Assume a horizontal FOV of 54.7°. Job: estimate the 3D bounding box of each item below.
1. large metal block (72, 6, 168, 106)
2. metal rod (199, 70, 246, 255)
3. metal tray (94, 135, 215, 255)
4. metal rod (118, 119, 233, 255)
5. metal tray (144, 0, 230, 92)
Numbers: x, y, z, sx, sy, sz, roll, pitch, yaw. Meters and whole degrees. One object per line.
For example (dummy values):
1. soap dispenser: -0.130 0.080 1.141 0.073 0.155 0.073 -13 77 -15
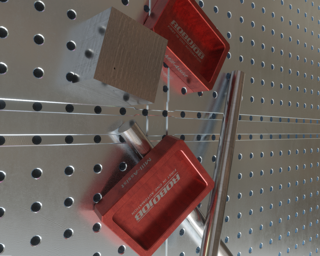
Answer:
1. large metal block: -0.044 -0.077 0.357 0.080 0.050 0.080 20 78 -39
2. metal rod: 0.098 0.047 0.474 0.025 0.025 0.299 28 66 -37
3. metal tray: -0.003 0.084 0.382 0.130 0.030 0.090 -44 117 -14
4. metal rod: 0.036 0.109 0.441 0.025 0.025 0.299 -50 120 -29
5. metal tray: 0.041 -0.123 0.441 0.130 0.030 0.090 39 66 -33
